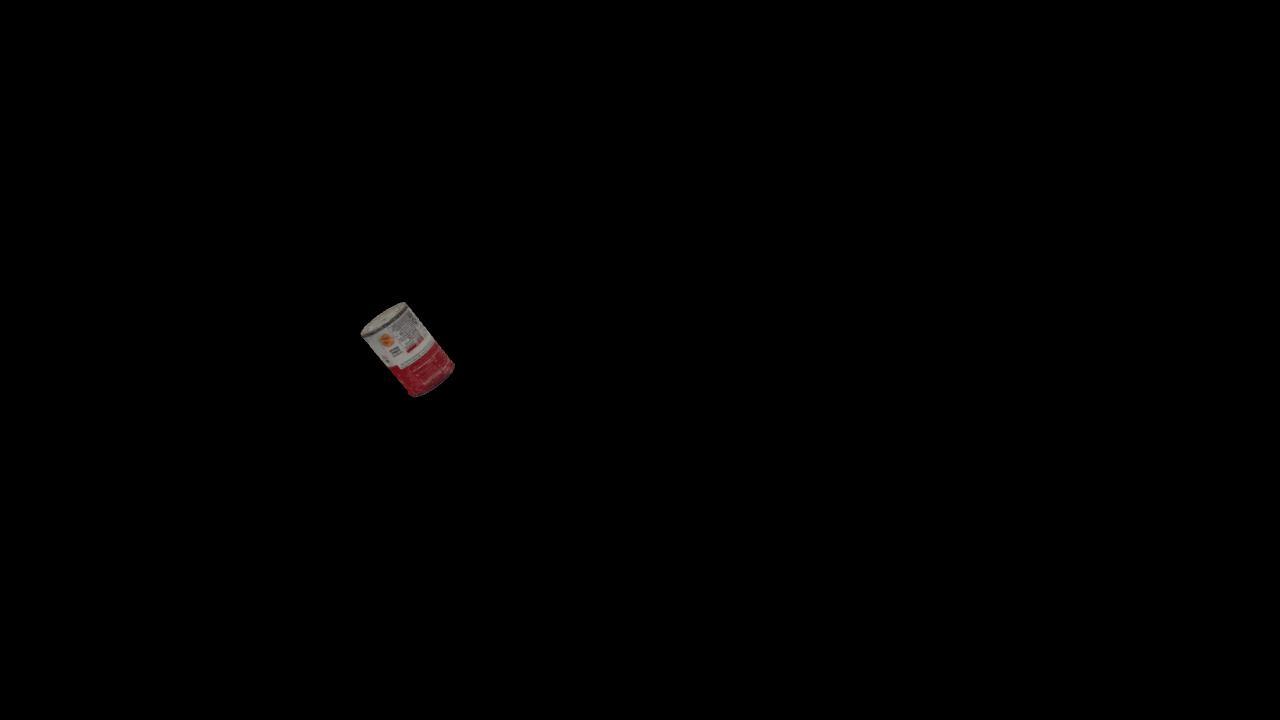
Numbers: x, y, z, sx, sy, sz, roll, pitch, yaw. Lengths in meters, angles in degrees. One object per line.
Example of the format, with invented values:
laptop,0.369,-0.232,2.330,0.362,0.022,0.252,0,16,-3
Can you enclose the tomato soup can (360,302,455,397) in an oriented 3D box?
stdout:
tomato soup can,-0.289,-0.013,0.768,0.068,0.101,0.068,-24,28,14
